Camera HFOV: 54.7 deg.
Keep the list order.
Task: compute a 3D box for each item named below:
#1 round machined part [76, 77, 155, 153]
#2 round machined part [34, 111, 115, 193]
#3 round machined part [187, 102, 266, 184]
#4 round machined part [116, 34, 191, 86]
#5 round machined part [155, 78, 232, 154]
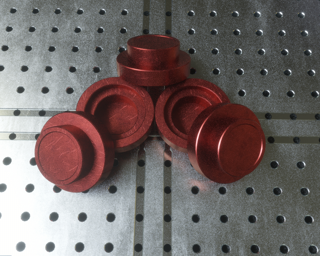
[{"bbox_3d":[-0.056,-0.014,0.406,0.099,0.042,0.098,0,70,-1],"label":"round machined part"},{"bbox_3d":[-0.107,0.030,0.366,0.098,0.042,0.097,3,97,22],"label":"round machined part"},{"bbox_3d":[0.085,0.020,0.368,0.099,0.042,0.097,-5,101,-25],"label":"round machined part"},{"bbox_3d":[-0.008,-0.094,0.410,0.099,0.042,0.098,0,32,0],"label":"round machined part"},{"bbox_3d":[0.043,-0.013,0.408,0.099,0.042,0.098,0,70,-1],"label":"round machined part"}]
